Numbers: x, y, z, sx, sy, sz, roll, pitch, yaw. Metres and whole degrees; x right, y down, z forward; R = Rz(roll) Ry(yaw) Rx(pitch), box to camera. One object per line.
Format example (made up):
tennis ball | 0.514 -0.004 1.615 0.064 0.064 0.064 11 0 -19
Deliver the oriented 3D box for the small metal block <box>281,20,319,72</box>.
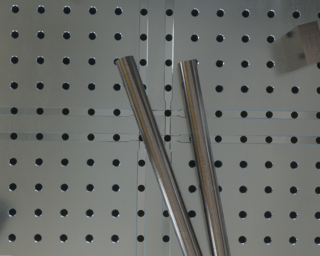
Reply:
small metal block | 0.186 -0.104 0.403 0.025 0.050 0.050 -15 90 0

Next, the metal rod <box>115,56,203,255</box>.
metal rod | 0.002 0.049 0.413 0.025 0.025 0.298 -19 90 0

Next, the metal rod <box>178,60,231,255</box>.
metal rod | 0.062 0.059 0.414 0.025 0.025 0.298 -10 90 0
